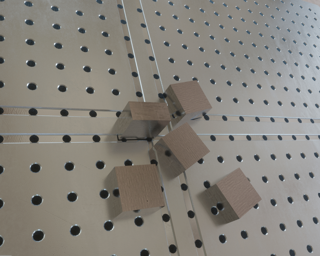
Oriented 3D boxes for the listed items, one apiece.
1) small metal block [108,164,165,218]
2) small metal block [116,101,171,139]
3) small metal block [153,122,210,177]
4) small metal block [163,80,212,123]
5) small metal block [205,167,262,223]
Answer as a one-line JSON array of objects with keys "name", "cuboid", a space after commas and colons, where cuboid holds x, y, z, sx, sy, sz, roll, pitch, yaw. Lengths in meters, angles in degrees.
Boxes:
[{"name": "small metal block", "cuboid": [-0.027, 0.070, 0.351, 0.050, 0.025, 0.050, 0, 62, -28]}, {"name": "small metal block", "cuboid": [-0.022, -0.008, 0.385, 0.050, 0.050, 0.025, 0, 62, -28]}, {"name": "small metal block", "cuboid": [0.029, 0.027, 0.406, 0.050, 0.025, 0.050, -31, 79, -38]}, {"name": "small metal block", "cuboid": [0.040, -0.040, 0.453, 0.050, 0.025, 0.050, -15, 69, -34]}, {"name": "small metal block", "cuboid": [0.097, 0.087, 0.406, 0.050, 0.025, 0.050, -25, 75, -37]}]
